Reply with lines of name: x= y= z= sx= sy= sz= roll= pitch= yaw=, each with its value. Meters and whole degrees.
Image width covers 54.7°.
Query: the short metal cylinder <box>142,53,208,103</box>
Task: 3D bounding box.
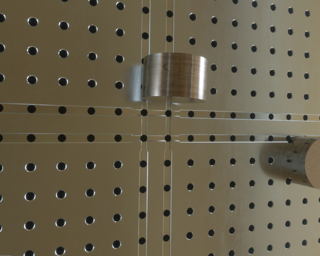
short metal cylinder: x=0.019 y=-0.060 z=0.390 sx=0.081 sy=0.080 sz=0.050 roll=3 pitch=89 yaw=-20

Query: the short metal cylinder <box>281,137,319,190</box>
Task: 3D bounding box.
short metal cylinder: x=0.240 y=0.053 z=0.488 sx=0.081 sy=0.050 sz=0.079 roll=0 pitch=90 yaw=-20
